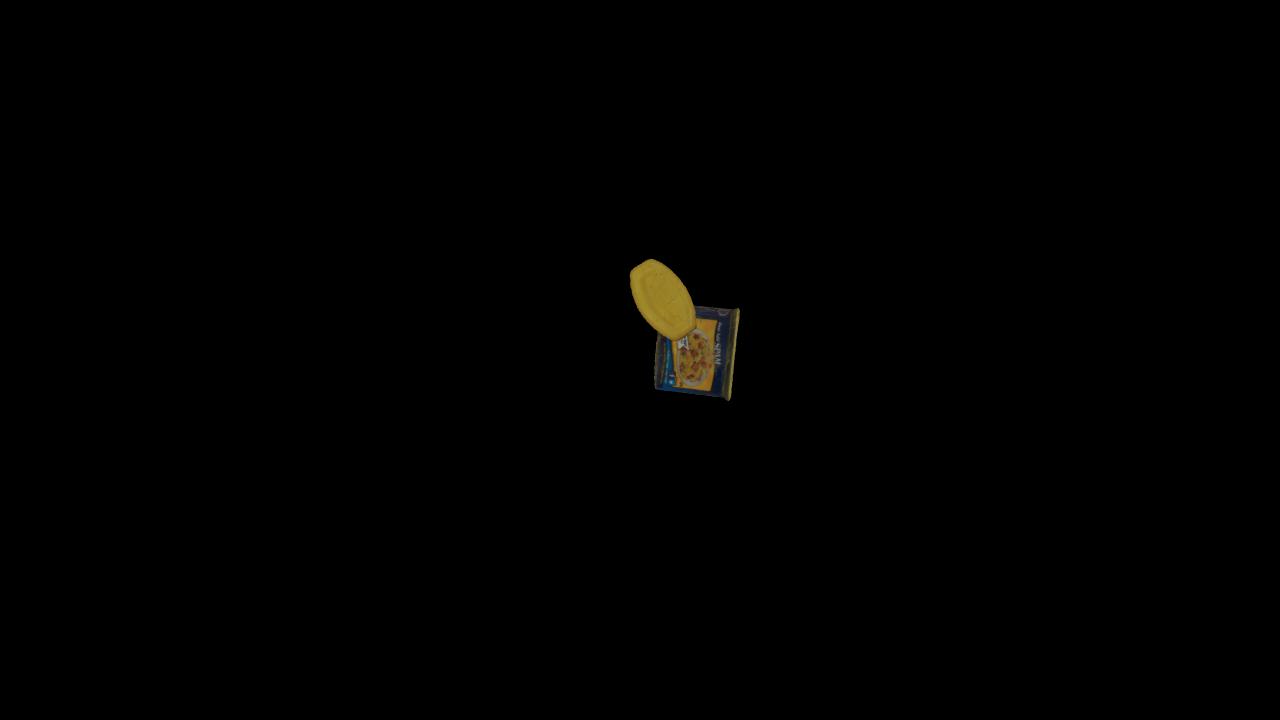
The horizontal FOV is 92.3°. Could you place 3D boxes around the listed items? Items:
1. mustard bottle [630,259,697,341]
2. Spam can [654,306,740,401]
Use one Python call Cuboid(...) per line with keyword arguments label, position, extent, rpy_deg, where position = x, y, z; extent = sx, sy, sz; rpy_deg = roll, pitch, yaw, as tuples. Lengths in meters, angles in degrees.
Cuboid(label="mustard bottle", position=(0.027, -0.068, 0.720), extent=(0.054, 0.092, 0.184), rpy_deg=(-39, 1, 5))
Cuboid(label="Spam can", position=(0.063, -0.011, 0.685), extent=(0.085, 0.101, 0.058), rpy_deg=(6, 6, 11))
